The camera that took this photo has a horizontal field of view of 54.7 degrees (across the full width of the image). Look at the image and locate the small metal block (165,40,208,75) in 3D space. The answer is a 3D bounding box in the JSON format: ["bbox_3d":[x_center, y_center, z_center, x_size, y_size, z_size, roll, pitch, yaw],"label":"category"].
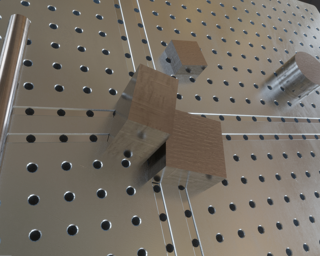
[{"bbox_3d":[0.042,-0.114,0.503,0.050,0.025,0.050,-6,65,-31],"label":"small metal block"}]

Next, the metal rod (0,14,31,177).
[{"bbox_3d":[-0.169,-0.006,0.320,0.025,0.025,0.299,10,57,-23],"label":"metal rod"}]

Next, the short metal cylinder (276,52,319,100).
[{"bbox_3d":[0.278,-0.102,0.608,0.081,0.050,0.080,14,56,-21],"label":"short metal cylinder"}]

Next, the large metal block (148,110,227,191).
[{"bbox_3d":[0.033,0.028,0.394,0.081,0.050,0.080,14,56,-21],"label":"large metal block"}]

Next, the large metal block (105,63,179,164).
[{"bbox_3d":[-0.022,-0.015,0.372,0.050,0.080,0.080,20,54,-17],"label":"large metal block"}]
